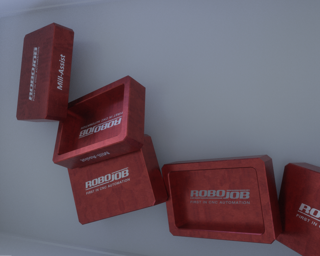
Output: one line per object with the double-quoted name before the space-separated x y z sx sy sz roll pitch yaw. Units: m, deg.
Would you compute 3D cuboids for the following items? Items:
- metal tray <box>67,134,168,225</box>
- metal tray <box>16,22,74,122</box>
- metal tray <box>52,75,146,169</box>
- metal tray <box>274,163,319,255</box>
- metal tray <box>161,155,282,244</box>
"metal tray" -0.061 0.070 0.412 0.130 0.030 0.090 -23 76 29
"metal tray" -0.165 -0.075 0.443 0.090 0.030 0.129 0 84 42
"metal tray" -0.080 -0.004 0.402 0.130 0.030 0.090 -18 57 31
"metal tray" 0.178 0.094 0.302 0.130 0.030 0.089 20 104 58
"metal tray" 0.068 0.082 0.366 0.130 0.030 0.089 -9 87 35
